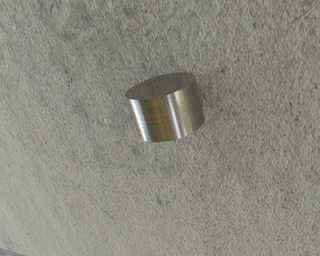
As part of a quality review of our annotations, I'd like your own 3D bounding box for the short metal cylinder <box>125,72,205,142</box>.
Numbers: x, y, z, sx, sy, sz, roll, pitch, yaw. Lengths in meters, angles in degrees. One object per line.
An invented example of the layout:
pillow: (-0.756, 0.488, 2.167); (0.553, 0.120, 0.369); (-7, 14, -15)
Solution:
short metal cylinder: (0.007, -0.026, 0.352); (0.080, 0.080, 0.050); (-2, 117, 29)
